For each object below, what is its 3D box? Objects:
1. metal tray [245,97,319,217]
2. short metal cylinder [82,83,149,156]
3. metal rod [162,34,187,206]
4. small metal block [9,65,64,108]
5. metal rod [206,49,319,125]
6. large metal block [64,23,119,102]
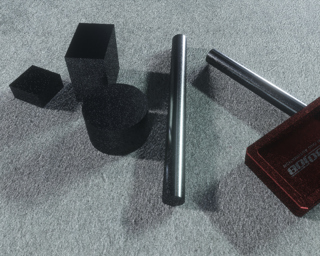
[{"bbox_3d":[0.177,0.028,0.360,0.131,0.030,0.090,-33,58,-11],"label":"metal tray"},{"bbox_3d":[-0.055,-0.012,0.396,0.081,0.050,0.080,0,50,0],"label":"short metal cylinder"},{"bbox_3d":[0.024,-0.035,0.432,0.025,0.025,0.300,3,50,2],"label":"metal rod"},{"bbox_3d":[-0.179,-0.061,0.452,0.050,0.025,0.050,20,53,15],"label":"small metal block"},{"bbox_3d":[0.182,-0.031,0.431,0.025,0.025,0.300,-34,58,-25],"label":"metal rod"},{"bbox_3d":[-0.093,-0.092,0.444,0.050,0.080,0.080,3,50,2],"label":"large metal block"}]
